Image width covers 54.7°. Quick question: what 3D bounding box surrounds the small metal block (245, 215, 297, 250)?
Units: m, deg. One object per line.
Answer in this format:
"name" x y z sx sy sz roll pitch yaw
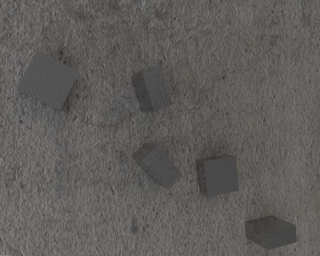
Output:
"small metal block" 0.162 0.152 0.456 0.050 0.050 0.025 -6 92 -20

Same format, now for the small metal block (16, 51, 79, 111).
"small metal block" -0.130 -0.053 0.361 0.050 0.025 0.050 27 81 -18

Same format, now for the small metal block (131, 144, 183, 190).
"small metal block" -0.005 0.048 0.394 0.025 0.050 0.050 -44 104 -14

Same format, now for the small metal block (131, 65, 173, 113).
"small metal block" -0.011 -0.048 0.391 0.025 0.050 0.050 -19 97 -19

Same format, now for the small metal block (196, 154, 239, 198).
"small metal block" 0.081 0.067 0.439 0.050 0.025 0.050 -8 93 -20
